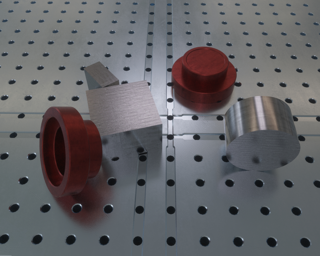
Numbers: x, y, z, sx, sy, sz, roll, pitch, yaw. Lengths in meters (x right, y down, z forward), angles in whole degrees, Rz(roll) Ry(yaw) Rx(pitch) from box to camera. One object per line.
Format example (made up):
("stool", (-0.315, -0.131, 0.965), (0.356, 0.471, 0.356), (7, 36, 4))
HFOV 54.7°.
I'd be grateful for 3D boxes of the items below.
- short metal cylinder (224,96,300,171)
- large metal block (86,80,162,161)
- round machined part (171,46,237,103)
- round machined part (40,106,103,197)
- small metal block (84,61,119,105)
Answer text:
("short metal cylinder", (0.117, 0.008, 0.366), (0.080, 0.080, 0.050), (3, 50, 3))
("large metal block", (-0.046, -0.011, 0.400), (0.081, 0.050, 0.080), (-12, 51, -10))
("round machined part", (0.067, -0.087, 0.470), (0.099, 0.042, 0.098), (0, 50, 0))
("round machined part", (-0.098, 0.025, 0.346), (0.042, 0.097, 0.098), (-2, 45, -37))
("small metal block", (-0.080, -0.057, 0.439), (0.025, 0.050, 0.050), (-31, 57, -24))
